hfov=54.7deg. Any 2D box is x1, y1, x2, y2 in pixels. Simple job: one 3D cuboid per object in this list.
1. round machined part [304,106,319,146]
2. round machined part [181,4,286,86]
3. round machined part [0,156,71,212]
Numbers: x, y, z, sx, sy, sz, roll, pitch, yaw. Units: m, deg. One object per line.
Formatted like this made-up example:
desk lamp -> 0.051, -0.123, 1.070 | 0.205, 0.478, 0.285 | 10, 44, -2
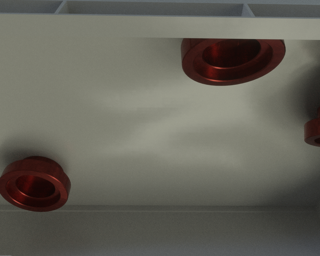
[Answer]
round machined part -> 0.229, -0.004, 0.376 | 0.099, 0.042, 0.098 | 5, 167, 1
round machined part -> 0.070, -0.084, 0.309 | 0.099, 0.042, 0.098 | -2, 159, 0
round machined part -> -0.183, 0.080, 0.464 | 0.099, 0.042, 0.097 | 0, 130, 0
